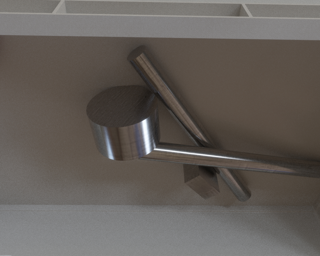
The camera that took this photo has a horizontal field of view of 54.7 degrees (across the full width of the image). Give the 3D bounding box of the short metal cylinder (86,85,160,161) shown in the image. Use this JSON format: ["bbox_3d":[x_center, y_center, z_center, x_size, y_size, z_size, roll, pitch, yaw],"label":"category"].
[{"bbox_3d":[-0.041,-0.008,0.366,0.080,0.080,0.050,-3,130,2],"label":"short metal cylinder"}]

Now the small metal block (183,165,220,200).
[{"bbox_3d":[0.060,0.068,0.452,0.025,0.050,0.050,-33,123,24],"label":"small metal block"}]

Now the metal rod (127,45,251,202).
[{"bbox_3d":[0.055,0.013,0.421,0.025,0.025,0.300,-26,126,20],"label":"metal rod"}]

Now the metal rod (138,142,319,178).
[{"bbox_3d":[0.118,0.046,0.425,0.302,0.025,0.025,8,130,-17],"label":"metal rod"}]
